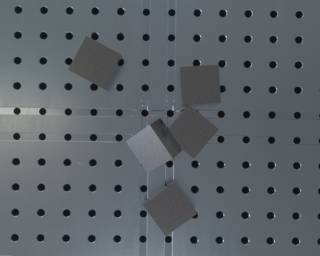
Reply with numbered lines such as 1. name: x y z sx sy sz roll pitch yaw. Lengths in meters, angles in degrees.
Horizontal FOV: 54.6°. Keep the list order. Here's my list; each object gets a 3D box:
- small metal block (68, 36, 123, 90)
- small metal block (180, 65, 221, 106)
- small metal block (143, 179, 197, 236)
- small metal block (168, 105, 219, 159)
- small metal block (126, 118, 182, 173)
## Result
1. small metal block: -0.085 -0.086 0.413 0.050 0.025 0.050 28 90 0
2. small metal block: 0.053 -0.056 0.414 0.050 0.025 0.050 -3 90 0
3. small metal block: 0.013 0.105 0.414 0.050 0.025 0.050 -36 90 0
4. small metal block: 0.041 0.005 0.414 0.050 0.025 0.050 40 90 0
5. small metal block: -0.008 0.023 0.401 0.050 0.025 0.050 -34 90 38
